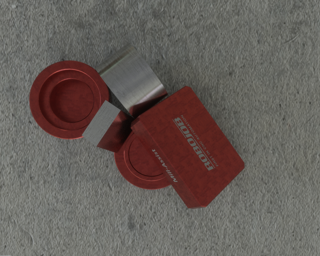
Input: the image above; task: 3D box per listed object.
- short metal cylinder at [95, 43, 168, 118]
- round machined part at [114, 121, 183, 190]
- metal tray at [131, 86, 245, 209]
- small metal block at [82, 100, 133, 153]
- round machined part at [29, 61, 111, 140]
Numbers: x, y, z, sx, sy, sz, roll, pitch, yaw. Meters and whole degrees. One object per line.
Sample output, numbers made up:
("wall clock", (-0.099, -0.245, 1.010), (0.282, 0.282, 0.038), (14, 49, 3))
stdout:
("short metal cylinder", (-0.035, -0.057, 0.384), (0.050, 0.080, 0.080), (-38, 90, 0))
("round machined part", (-0.011, 0.032, 0.402), (0.099, 0.042, 0.097), (0, 90, -1))
("metal tray", (0.037, 0.022, 0.387), (0.091, 0.030, 0.130), (-36, 90, -32))
("small metal block", (-0.060, 0.000, 0.380), (0.025, 0.050, 0.050), (33, 90, 24))
("round machined part", (-0.111, -0.035, 0.401), (0.099, 0.042, 0.097), (0, 90, -1))
